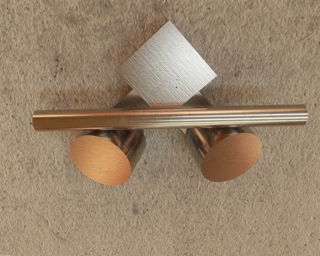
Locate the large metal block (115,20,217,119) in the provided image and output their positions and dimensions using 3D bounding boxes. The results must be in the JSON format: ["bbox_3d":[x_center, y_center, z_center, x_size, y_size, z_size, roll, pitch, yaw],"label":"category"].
[{"bbox_3d":[0.007,-0.070,0.370,0.080,0.050,0.080,-40,106,13],"label":"large metal block"}]

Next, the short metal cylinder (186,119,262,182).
[{"bbox_3d":[0.079,0.022,0.392,0.081,0.050,0.079,-12,130,-14],"label":"short metal cylinder"}]

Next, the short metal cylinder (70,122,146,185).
[{"bbox_3d":[-0.064,0.026,0.391,0.080,0.050,0.079,11,129,14],"label":"short metal cylinder"}]

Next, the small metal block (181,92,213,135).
[{"bbox_3d":[0.042,-0.021,0.403,0.050,0.025,0.050,-41,105,13],"label":"small metal block"}]

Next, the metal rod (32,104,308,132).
[{"bbox_3d":[0.011,-0.011,0.352,0.302,0.025,0.025,-1,110,0],"label":"metal rod"}]

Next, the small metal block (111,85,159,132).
[{"bbox_3d":[-0.030,-0.023,0.402,0.050,0.025,0.050,-42,105,12],"label":"small metal block"}]
